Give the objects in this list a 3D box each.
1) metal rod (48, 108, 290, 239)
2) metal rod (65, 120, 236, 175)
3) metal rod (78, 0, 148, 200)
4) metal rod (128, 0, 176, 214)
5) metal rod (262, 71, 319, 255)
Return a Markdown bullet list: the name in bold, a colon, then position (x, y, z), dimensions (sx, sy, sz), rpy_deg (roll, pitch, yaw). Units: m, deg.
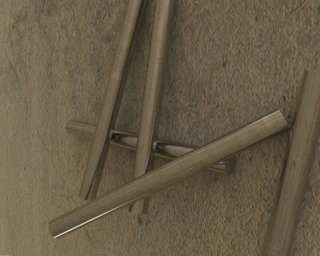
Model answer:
- **metal rod**: position (-0.004, 0.059, 0.348), dimensions (0.300, 0.025, 0.025), rpy_deg (-28, 71, 16)
- **metal rod**: position (-0.037, 0.019, 0.435), dimensions (0.300, 0.025, 0.025), rpy_deg (10, 97, 39)
- **metal rod**: position (-0.065, -0.045, 0.434), dimensions (0.025, 0.025, 0.298), rpy_deg (17, 93, 38)
- **metal rod**: position (-0.008, -0.045, 0.388), dimensions (0.025, 0.025, 0.298), rpy_deg (5, 86, 40)
- **metal rod**: position (0.121, 0.095, 0.305), dimensions (0.025, 0.025, 0.298), rpy_deg (16, 100, 39)
